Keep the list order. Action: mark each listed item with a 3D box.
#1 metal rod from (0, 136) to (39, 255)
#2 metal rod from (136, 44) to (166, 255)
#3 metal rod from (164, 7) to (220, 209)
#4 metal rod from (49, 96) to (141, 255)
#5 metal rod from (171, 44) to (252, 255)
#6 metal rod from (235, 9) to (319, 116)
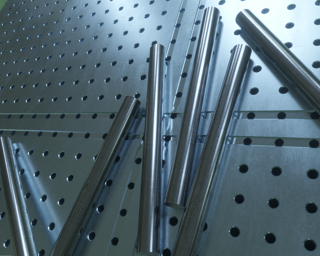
[{"bbox_3d":[-0.200,0.105,0.432,0.025,0.025,0.300,-41,45,0],"label":"metal rod"},{"bbox_3d":[-0.008,0.006,0.409,0.025,0.025,0.300,-12,57,22],"label":"metal rod"},{"bbox_3d":[0.048,-0.045,0.411,0.025,0.025,0.300,-1,61,28],"label":"metal rod"},{"bbox_3d":[-0.094,0.090,0.403,0.025,0.025,0.300,10,66,32],"label":"metal rod"},{"bbox_3d":[0.062,0.027,0.359,0.025,0.025,0.300,7,65,31],"label":"metal rod"},{"bbox_3d":[0.167,-0.050,0.351,0.025,0.025,0.300,-30,52,9],"label":"metal rod"}]
